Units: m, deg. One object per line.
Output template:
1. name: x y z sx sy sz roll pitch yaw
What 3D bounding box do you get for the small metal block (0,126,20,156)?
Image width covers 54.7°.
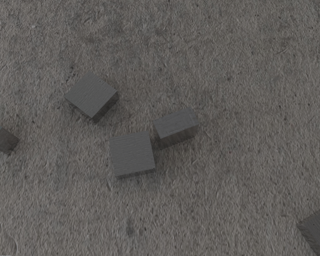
1. small metal block: -0.215 0.007 0.391 0.050 0.050 0.025 26 72 9

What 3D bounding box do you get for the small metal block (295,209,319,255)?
1. small metal block: 0.200 0.123 0.364 0.050 0.025 0.050 -28 73 -10

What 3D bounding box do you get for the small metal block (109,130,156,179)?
1. small metal block: -0.035 0.035 0.395 0.050 0.025 0.050 -11 70 -4

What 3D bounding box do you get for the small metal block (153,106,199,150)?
1. small metal block: 0.019 0.002 0.394 0.050 0.050 0.025 -21 72 -7

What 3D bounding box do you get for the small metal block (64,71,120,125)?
1. small metal block: -0.092 -0.042 0.422 0.050 0.025 0.050 36 74 12
